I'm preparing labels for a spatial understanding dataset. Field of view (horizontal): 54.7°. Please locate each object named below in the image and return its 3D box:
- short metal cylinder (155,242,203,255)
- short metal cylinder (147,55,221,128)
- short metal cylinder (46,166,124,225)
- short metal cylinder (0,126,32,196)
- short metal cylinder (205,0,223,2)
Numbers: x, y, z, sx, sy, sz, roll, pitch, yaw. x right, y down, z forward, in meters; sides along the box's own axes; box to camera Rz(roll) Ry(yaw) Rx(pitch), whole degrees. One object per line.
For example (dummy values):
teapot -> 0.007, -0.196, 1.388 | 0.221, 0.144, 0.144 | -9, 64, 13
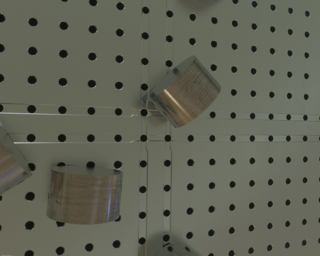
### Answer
short metal cylinder -> 0.030, 0.201, 0.411 | 0.081, 0.050, 0.079 | 0, 90, -20
short metal cylinder -> 0.030, -0.046, 0.394 | 0.050, 0.080, 0.080 | 46, 76, -14
short metal cylinder -> -0.084, 0.073, 0.352 | 0.081, 0.080, 0.050 | 6, 88, -20
short metal cylinder -> -0.177, 0.031, 0.318 | 0.050, 0.080, 0.080 | -34, 101, -17
short metal cylinder -> 0.084, -0.224, 0.430 | 0.081, 0.050, 0.079 | 0, 90, -20
